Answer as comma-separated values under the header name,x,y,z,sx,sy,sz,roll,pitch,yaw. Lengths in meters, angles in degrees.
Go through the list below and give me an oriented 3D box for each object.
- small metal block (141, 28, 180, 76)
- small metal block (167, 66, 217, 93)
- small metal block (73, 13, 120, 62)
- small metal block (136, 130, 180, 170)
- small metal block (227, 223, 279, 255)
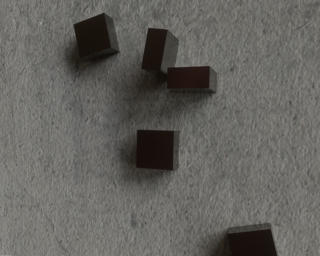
name,x,y,z,sx,sy,sz,roll,pitch,yaw
small metal block,0.002,-0.094,0.394,0.025,0.050,0.050,11,94,19
small metal block,0.041,-0.058,0.381,0.050,0.050,0.025,2,91,19
small metal block,-0.090,-0.128,0.439,0.050,0.025,0.050,-13,86,19
small metal block,-0.003,0.028,0.409,0.050,0.025,0.050,2,91,19
small metal block,0.112,0.144,0.369,0.050,0.025,0.050,-13,86,19
